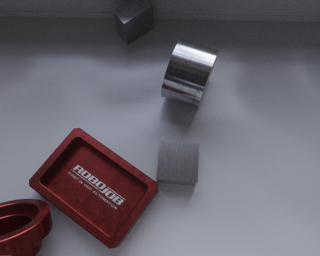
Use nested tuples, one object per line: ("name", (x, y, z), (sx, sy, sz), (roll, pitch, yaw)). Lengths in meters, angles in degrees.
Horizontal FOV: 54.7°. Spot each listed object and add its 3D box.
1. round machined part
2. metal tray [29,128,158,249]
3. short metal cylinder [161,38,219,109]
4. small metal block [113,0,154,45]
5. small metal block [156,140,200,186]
("round machined part", (-0.167, 0.118, 0.335), (0.099, 0.098, 0.042), (-7, 103, -3))
("metal tray", (-0.079, 0.071, 0.379), (0.130, 0.030, 0.090), (34, 73, 11))
("short metal cylinder", (0.040, -0.071, 0.407), (0.050, 0.080, 0.080), (20, 71, 7))
("small metal block", (-0.037, -0.157, 0.453), (0.050, 0.050, 0.025), (-37, 75, -13))
("small metal block", (0.022, 0.045, 0.394), (0.050, 0.025, 0.050), (5, 70, 1))
